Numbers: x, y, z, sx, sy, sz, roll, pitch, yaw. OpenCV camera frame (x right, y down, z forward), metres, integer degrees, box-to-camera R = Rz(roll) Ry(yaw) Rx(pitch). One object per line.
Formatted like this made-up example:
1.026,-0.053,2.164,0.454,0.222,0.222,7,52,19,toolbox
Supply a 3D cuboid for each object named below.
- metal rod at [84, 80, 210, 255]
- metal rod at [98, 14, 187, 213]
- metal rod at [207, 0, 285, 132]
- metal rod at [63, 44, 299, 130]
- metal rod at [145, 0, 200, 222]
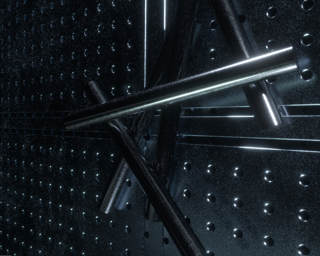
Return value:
-0.027,0.045,0.391,0.025,0.025,0.300,-52,57,27,metal rod
-0.027,-0.007,0.429,0.025,0.025,0.298,36,112,34,metal rod
0.069,-0.138,0.350,0.025,0.025,0.299,-28,72,36,metal rod
-0.002,-0.036,0.359,0.300,0.025,0.025,-12,82,32,metal rod
0.014,-0.024,0.382,0.025,0.025,0.298,19,106,38,metal rod
